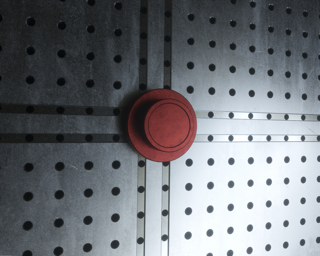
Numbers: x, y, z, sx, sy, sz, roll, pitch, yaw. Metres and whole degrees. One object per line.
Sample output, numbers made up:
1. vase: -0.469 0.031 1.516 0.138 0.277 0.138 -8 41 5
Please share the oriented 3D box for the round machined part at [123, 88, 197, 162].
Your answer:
1. round machined part: 0.005 -0.003 0.406 0.099 0.042 0.097 0 90 -21
